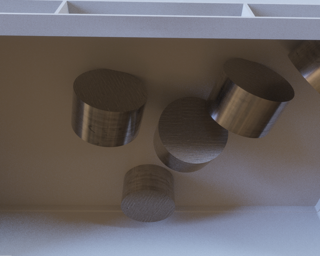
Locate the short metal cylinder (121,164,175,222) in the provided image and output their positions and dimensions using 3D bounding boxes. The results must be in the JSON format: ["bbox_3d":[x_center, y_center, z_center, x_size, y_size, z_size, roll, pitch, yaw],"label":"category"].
[{"bbox_3d":[-0.018,0.102,0.479,0.081,0.050,0.079,0,130,0],"label":"short metal cylinder"}]

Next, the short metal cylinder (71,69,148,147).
[{"bbox_3d":[-0.058,-0.024,0.352,0.081,0.080,0.050,10,129,-9],"label":"short metal cylinder"}]

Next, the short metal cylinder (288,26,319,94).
[{"bbox_3d":[0.180,-0.065,0.319,0.080,0.080,0.050,31,124,-24],"label":"short metal cylinder"}]

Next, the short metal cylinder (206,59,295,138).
[{"bbox_3d":[0.098,-0.034,0.345,0.081,0.080,0.050,12,129,-10],"label":"short metal cylinder"}]

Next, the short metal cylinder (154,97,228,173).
[{"bbox_3d":[0.035,0.009,0.372,0.081,0.080,0.050,7,159,-6],"label":"short metal cylinder"}]
